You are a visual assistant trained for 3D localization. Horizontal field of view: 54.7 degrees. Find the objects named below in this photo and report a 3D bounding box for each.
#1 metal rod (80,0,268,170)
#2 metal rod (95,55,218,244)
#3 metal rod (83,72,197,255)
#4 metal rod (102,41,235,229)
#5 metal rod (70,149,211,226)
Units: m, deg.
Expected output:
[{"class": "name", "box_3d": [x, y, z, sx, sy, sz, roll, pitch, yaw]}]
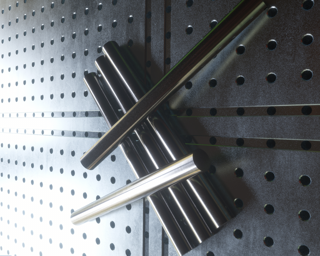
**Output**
[{"class": "metal rod", "box_3d": [0.001, -0.043, 0.380, 0.299, 0.025, 0.025, -42, 65, 23]}, {"class": "metal rod", "box_3d": [-0.016, 0.012, 0.421, 0.025, 0.025, 0.299, -46, 63, 30]}, {"class": "metal rod", "box_3d": [-0.038, 0.035, 0.439, 0.025, 0.025, 0.299, -46, 63, 30]}, {"class": "metal rod", "box_3d": [-0.001, -0.008, 0.408, 0.025, 0.025, 0.299, -47, 62, 29]}, {"class": "metal rod", "box_3d": [-0.048, 0.092, 0.420, 0.299, 0.025, 0.025, -33, 70, 43]}]
